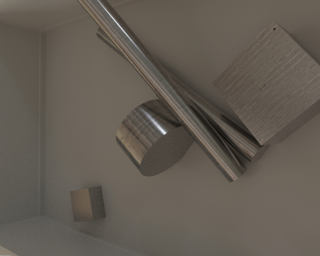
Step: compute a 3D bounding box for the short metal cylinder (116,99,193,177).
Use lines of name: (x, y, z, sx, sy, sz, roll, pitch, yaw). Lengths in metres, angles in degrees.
short metal cylinder: (-0.005, 0.012, 0.374, 0.050, 0.081, 0.080, 47, 118, 29)

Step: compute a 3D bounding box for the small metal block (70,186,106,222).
small metal block: (-0.117, 0.123, 0.501, 0.050, 0.025, 0.050, -17, 79, 38)

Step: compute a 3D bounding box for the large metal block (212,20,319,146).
large metal block: (0.112, -0.040, 0.297, 0.080, 0.050, 0.080, -47, 63, 29)

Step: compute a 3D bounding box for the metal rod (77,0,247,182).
metal rod: (-0.012, -0.065, 0.336, 0.025, 0.025, 0.300, -41, 88, 32)

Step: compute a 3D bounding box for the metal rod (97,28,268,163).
metal rod: (0.008, -0.060, 0.397, 0.300, 0.025, 0.025, 43, 116, 31)
